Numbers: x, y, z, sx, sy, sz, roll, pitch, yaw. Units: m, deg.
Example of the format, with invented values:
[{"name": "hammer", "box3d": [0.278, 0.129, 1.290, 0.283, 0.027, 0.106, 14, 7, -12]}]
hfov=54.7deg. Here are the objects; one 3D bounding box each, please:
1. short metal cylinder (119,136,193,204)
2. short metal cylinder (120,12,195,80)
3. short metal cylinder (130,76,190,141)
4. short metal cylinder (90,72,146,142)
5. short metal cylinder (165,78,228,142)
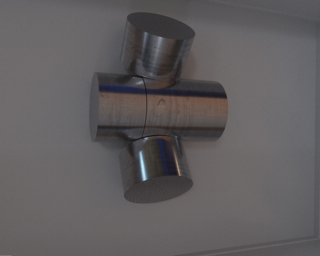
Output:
[{"name": "short metal cylinder", "box3d": [-0.006, 0.052, 0.370, 0.081, 0.080, 0.050, 0, 56, -20]}, {"name": "short metal cylinder", "box3d": [-0.004, -0.099, 0.370, 0.081, 0.080, 0.050, 2, 127, -20]}, {"name": "short metal cylinder", "box3d": [-0.004, -0.022, 0.378, 0.050, 0.080, 0.080, 1, 90, -20]}, {"name": "short metal cylinder", "box3d": [-0.052, -0.023, 0.361, 0.050, 0.080, 0.080, 1, 90, -20]}, {"name": "short metal cylinder", "box3d": [0.044, -0.022, 0.396, 0.050, 0.080, 0.080, 1, 90, -20]}]
